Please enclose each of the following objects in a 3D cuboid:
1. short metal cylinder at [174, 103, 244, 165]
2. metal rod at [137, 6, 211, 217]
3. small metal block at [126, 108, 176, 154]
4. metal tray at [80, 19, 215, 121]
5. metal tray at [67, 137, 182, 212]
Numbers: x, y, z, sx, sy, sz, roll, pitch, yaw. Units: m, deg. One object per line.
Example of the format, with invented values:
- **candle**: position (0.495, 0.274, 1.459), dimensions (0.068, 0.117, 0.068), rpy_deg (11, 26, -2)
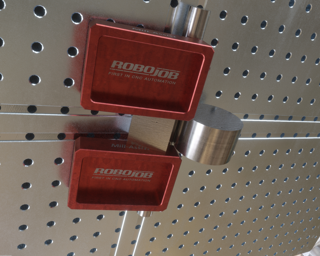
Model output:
- **short metal cylinder**: position (0.063, 0.006, 0.410), dimensions (0.081, 0.080, 0.050), rpy_deg (0, 119, -29)
- **metal rod**: position (0.011, -0.004, 0.410), dimensions (0.025, 0.025, 0.298), rpy_deg (0, 118, -29)
- **small metal block**: position (-0.010, -0.001, 0.386), dimensions (0.050, 0.025, 0.050), rpy_deg (15, 114, -1)
- **metal tray**: position (-0.016, -0.060, 0.340), dimensions (0.131, 0.030, 0.089), rpy_deg (6, 116, -18)
- **metal tray**: position (-0.047, 0.062, 0.399), dimensions (0.131, 0.030, 0.089), rpy_deg (6, 116, -18)
